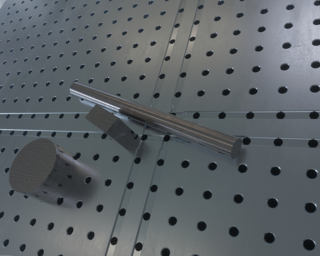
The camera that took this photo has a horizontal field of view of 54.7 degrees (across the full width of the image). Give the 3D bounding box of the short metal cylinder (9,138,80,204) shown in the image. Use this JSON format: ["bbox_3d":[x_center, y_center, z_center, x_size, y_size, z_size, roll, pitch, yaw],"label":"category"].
[{"bbox_3d":[-0.163,0.061,0.440,0.080,0.050,0.080,-13,56,21],"label":"short metal cylinder"}]

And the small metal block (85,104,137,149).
[{"bbox_3d":[-0.068,-0.002,0.429,0.050,0.050,0.025,30,79,37],"label":"small metal block"}]

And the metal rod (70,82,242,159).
[{"bbox_3d":[-0.028,-0.022,0.435,0.300,0.025,0.025,21,73,35],"label":"metal rod"}]
